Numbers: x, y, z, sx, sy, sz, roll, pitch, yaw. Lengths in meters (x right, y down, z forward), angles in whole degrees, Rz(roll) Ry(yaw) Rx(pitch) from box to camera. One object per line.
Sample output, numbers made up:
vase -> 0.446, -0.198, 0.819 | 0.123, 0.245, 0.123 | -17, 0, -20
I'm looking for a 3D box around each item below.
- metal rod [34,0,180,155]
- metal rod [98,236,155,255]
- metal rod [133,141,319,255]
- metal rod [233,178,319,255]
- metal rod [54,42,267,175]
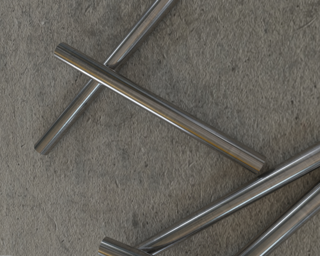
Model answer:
metal rod -> -0.081, -0.073, 0.437 | 0.299, 0.025, 0.025 | -46, 76, 14
metal rod -> 0.064, 0.190, 0.358 | 0.301, 0.025, 0.025 | 14, 95, 19
metal rod -> 0.079, 0.097, 0.380 | 0.300, 0.025, 0.025 | -34, 79, 16
metal rod -> 0.152, 0.104, 0.355 | 0.025, 0.025, 0.299 | 45, 104, 14
metal rod -> -0.008, -0.030, 0.394 | 0.301, 0.025, 0.025 | 31, 100, 10
